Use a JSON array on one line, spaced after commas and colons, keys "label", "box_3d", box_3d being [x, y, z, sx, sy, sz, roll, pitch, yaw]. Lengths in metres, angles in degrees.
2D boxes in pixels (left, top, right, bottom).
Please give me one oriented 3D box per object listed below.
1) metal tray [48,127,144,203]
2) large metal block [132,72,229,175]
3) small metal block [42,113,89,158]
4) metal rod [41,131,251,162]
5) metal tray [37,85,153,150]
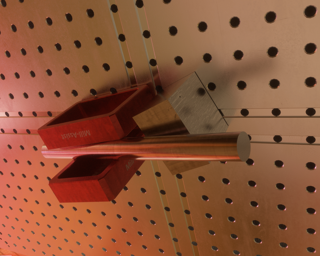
[{"label": "metal tray", "box_3d": [-0.068, 0.042, 0.403, 0.090, 0.131, 0.030, -10, 114, 32]}, {"label": "large metal block", "box_3d": [0.027, -0.006, 0.355, 0.050, 0.080, 0.080, -25, 105, 36]}, {"label": "small metal block", "box_3d": [-0.143, 0.011, 0.475, 0.025, 0.050, 0.050, -8, 114, 31]}, {"label": "metal rod", "box_3d": [-0.045, 0.024, 0.351, 0.300, 0.025, 0.025, -4, 117, 40]}, {"label": "metal tray", "box_3d": [-0.081, -0.014, 0.401, 0.130, 0.090, 0.030, -9, 115, 31]}]
